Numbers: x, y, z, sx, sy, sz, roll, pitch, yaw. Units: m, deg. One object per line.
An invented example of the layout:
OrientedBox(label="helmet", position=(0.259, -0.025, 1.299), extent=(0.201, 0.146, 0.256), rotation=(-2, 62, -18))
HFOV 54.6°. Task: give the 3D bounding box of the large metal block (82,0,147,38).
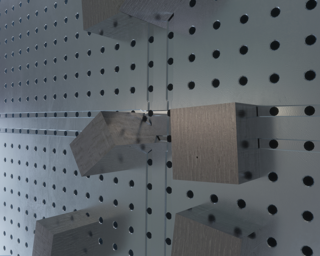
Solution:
OrientedBox(label="large metal block", position=(-0.069, -0.187, 0.451), extent=(0.080, 0.050, 0.080), rotation=(-8, 85, 40))

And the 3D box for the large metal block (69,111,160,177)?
OrientedBox(label="large metal block", position=(-0.062, 0.021, 0.426), extent=(0.080, 0.081, 0.050), rotation=(-41, 65, 32))

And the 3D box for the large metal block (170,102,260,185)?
OrientedBox(label="large metal block", position=(0.060, 0.016, 0.344), extent=(0.080, 0.050, 0.080), rotation=(-3, 88, 40))

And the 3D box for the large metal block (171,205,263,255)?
OrientedBox(label="large metal block", position=(0.060, 0.140, 0.344), extent=(0.080, 0.050, 0.080), rotation=(10, 97, 39))

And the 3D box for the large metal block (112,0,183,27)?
OrientedBox(label="large metal block", position=(-0.011, -0.182, 0.383), extent=(0.080, 0.081, 0.050), rotation=(-45, 63, 30))

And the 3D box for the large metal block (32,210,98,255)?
OrientedBox(label="large metal block", position=(-0.155, 0.188, 0.503), extent=(0.050, 0.081, 0.080), rotation=(16, 101, 39))
